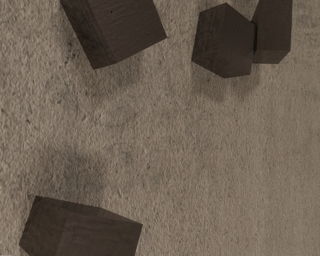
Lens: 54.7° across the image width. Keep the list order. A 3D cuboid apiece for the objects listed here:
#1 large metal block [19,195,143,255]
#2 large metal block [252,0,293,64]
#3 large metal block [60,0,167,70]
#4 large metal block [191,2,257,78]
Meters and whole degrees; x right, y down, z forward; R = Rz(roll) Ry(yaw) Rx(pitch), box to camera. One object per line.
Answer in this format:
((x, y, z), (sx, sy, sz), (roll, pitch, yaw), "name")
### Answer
((-0.078, 0.105, 0.305), (0.080, 0.080, 0.050), (24, 75, -38), "large metal block")
((0.183, -0.157, 0.518), (0.080, 0.050, 0.080), (23, 71, -81), "large metal block")
((-0.049, -0.121, 0.348), (0.080, 0.050, 0.080), (-37, 113, -34), "large metal block")
((0.100, -0.130, 0.475), (0.081, 0.050, 0.080), (17, 79, -39), "large metal block")
